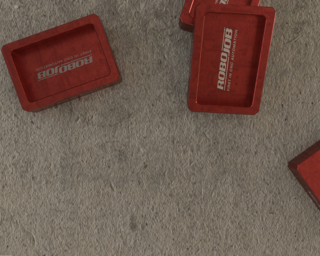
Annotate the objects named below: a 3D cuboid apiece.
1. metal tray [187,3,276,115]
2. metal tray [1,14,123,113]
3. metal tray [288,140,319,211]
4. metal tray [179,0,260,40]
[{"bbox_3d":[0.084,-0.084,0.385,0.091,0.030,0.129,3,111,0],"label":"metal tray"},{"bbox_3d":[-0.126,-0.083,0.406,0.131,0.030,0.090,-20,90,0],"label":"metal tray"},{"bbox_3d":[0.247,0.076,0.409,0.090,0.030,0.130,-36,90,0],"label":"metal tray"},{"bbox_3d":[0.087,-0.183,0.407,0.090,0.030,0.129,18,90,0],"label":"metal tray"}]
